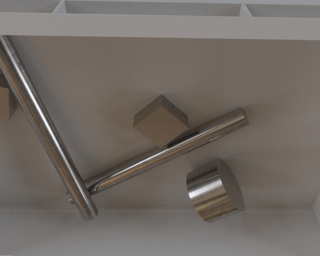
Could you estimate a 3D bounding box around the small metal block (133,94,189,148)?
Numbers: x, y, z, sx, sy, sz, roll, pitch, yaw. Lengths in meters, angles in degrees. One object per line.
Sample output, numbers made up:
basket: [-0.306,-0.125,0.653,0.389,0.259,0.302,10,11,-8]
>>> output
small metal block: [0.001,-0.008,0.403,0.050,0.025,0.050,-37,122,26]

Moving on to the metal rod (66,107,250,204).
metal rod: [-0.016,0.048,0.449,0.300,0.025,0.025,-27,126,20]

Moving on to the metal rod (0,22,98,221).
metal rod: [-0.141,0.015,0.401,0.025,0.025,0.298,-10,124,8]

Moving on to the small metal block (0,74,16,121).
small metal block: [-0.203,-0.040,0.372,0.050,0.025,0.050,12,129,-11]

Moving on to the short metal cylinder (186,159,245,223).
short metal cylinder: [0.081,0.091,0.452,0.050,0.080,0.080,-29,125,22]
